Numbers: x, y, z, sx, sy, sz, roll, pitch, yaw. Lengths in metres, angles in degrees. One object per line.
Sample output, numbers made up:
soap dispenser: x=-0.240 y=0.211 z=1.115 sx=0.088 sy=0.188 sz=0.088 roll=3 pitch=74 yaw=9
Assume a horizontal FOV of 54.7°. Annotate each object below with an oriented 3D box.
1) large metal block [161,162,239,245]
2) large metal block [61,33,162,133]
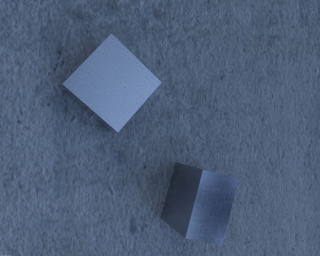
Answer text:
large metal block: x=0.048 y=0.093 z=0.399 sx=0.050 sy=0.080 sz=0.080 roll=17 pitch=84 yaw=-20
large metal block: x=-0.060 y=-0.051 z=0.374 sx=0.080 sy=0.050 sz=0.080 roll=43 pitch=76 yaw=-15
